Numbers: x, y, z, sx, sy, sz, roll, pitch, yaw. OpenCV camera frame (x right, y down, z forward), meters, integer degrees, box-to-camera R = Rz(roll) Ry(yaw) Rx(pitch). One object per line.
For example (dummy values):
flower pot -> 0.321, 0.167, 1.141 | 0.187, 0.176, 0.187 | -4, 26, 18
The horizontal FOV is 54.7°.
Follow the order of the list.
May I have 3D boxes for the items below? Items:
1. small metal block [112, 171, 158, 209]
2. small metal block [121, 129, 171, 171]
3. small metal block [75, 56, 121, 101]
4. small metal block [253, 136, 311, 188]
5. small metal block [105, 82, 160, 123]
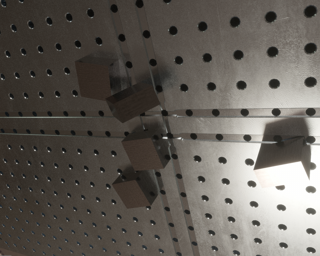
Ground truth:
small metal block -> -0.040, 0.098, 0.491 | 0.050, 0.025, 0.050 | -17, 110, 34
small metal block -> -0.019, 0.032, 0.440 | 0.050, 0.025, 0.050 | -9, 114, 31
small metal block -> -0.081, -0.066, 0.412 | 0.050, 0.025, 0.050 | 12, 123, 21
small metal block -> 0.137, 0.038, 0.346 | 0.050, 0.050, 0.025 | -18, 109, 35
small metal block -> -0.035, -0.033, 0.378 | 0.025, 0.050, 0.050 | 67, 166, -20
